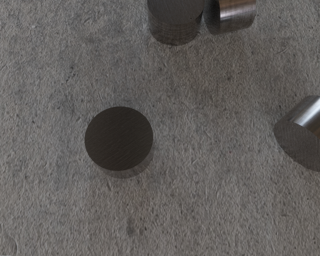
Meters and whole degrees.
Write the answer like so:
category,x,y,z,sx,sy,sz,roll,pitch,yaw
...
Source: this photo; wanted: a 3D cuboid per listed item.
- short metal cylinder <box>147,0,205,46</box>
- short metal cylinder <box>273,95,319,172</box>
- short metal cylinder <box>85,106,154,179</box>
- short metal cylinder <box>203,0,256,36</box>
category,x,y,z,sx,sy,sz,roll,pitch,yaw
short metal cylinder,0.022,-0.169,0.457,0.081,0.050,0.080,0,70,0
short metal cylinder,0.188,0.007,0.377,0.050,0.080,0.080,-40,75,-13
short metal cylinder,-0.048,0.019,0.387,0.081,0.050,0.080,0,70,0
short metal cylinder,0.096,-0.178,0.445,0.050,0.080,0.080,-14,71,-5
